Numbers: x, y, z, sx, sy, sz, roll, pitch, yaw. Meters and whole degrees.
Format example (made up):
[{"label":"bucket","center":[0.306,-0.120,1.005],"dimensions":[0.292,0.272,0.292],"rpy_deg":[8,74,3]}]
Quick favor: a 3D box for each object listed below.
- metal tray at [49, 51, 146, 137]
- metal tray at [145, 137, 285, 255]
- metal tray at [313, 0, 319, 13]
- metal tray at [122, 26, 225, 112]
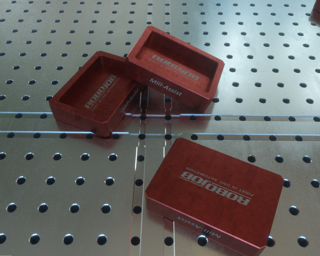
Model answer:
[{"label":"metal tray","center":[-0.083,-0.054,0.448],"dimensions":[0.090,0.030,0.130],"rpy_deg":[19,52,15]},{"label":"metal tray","center":[0.060,0.072,0.345],"dimensions":[0.130,0.030,0.090],"rpy_deg":[21,53,16]},{"label":"metal tray","center":[0.383,-0.231,0.603],"dimensions":[0.091,0.030,0.130],"rpy_deg":[-27,55,-21]},{"label":"metal tray","center":[0.023,-0.089,0.454],"dimensions":[0.131,0.030,0.090],"rpy_deg":[26,52,-2]}]
